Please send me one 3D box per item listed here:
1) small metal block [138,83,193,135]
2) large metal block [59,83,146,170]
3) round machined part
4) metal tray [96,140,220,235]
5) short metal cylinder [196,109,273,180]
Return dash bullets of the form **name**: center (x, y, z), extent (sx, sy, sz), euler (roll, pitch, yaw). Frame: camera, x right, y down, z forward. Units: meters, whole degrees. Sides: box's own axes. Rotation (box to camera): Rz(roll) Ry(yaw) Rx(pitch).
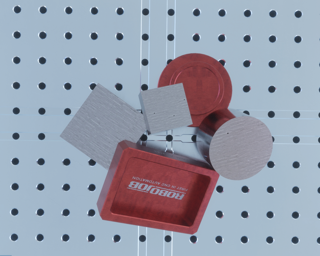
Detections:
- **small metal block**: center (0.006, -0.022, 0.367), extent (0.050, 0.025, 0.050), euler (-13, 87, -11)
- **large metal block**: center (-0.066, 0.001, 0.400), extent (0.080, 0.050, 0.080), euler (36, 90, 0)
- **round machined part**: center (0.046, -0.050, 0.405), extent (0.099, 0.042, 0.097), euler (0, 90, 0)
- **metal tray**: center (-0.001, 0.076, 0.382), extent (0.131, 0.030, 0.089), euler (17, 97, -22)
- **short metal cylinder**: center (0.092, 0.019, 0.390), extent (0.081, 0.050, 0.079), euler (-3, 104, -11)
